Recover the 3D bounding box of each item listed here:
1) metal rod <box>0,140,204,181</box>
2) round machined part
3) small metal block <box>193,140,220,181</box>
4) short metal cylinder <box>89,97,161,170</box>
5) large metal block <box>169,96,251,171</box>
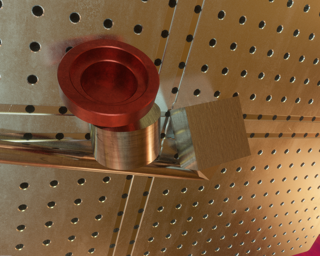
[{"bbox_3d":[-0.058,0.048,0.410,0.302,0.025,0.025,11,113,-34],"label":"metal rod"},{"bbox_3d":[-0.053,-0.041,0.319,0.099,0.098,0.042,-13,152,-22],"label":"round machined part"},{"bbox_3d":[0.065,0.041,0.459,0.050,0.025,0.050,44,73,-29],"label":"small metal block"},{"bbox_3d":[-0.039,0.003,0.357,0.081,0.080,0.050,-14,126,-21],"label":"short metal cylinder"},{"bbox_3d":[0.066,0.006,0.414,0.081,0.050,0.080,-13,92,-22],"label":"large metal block"}]
